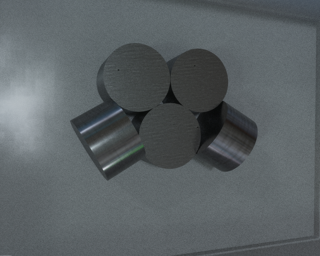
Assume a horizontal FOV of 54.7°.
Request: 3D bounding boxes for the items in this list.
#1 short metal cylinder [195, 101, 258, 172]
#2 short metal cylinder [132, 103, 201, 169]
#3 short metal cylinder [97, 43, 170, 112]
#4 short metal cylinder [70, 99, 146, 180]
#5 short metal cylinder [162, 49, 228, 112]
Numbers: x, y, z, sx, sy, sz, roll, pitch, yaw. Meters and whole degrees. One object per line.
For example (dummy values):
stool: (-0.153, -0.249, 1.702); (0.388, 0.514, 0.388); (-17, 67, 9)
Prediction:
short metal cylinder: (0.081, 0.011, 0.409); (0.050, 0.080, 0.080); (31, 80, -17)
short metal cylinder: (0.005, 0.009, 0.397); (0.081, 0.050, 0.080); (0, 90, -20)
short metal cylinder: (-0.034, -0.059, 0.383); (0.081, 0.050, 0.080); (0, 90, -20)
short metal cylinder: (-0.060, 0.013, 0.358); (0.050, 0.080, 0.080); (-32, 101, -17)
short metal cylinder: (0.042, -0.060, 0.411); (0.081, 0.050, 0.080); (0, 90, -20)
